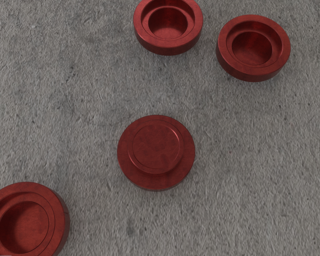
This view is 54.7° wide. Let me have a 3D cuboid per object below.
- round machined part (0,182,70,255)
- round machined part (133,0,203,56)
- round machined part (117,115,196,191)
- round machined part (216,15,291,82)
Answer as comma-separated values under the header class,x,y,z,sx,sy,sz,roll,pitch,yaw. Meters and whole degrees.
class,x,y,z,sx,sy,sz,roll,pitch,yaw
round machined part,-0.153,0.114,0.356,0.099,0.042,0.098,0,70,0
round machined part,0.012,-0.147,0.453,0.099,0.042,0.098,0,70,0
round machined part,-0.005,0.028,0.389,0.099,0.042,0.098,0,70,0
round machined part,0.128,-0.108,0.439,0.099,0.042,0.098,0,70,0
